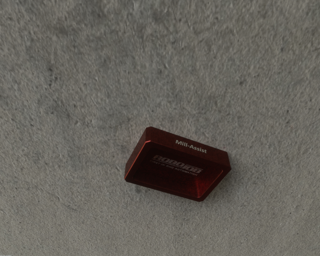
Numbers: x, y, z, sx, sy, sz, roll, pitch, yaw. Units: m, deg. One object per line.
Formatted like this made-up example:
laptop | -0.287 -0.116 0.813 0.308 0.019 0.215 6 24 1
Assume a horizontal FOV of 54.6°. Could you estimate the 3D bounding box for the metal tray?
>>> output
metal tray | 0.024 0.056 0.451 0.131 0.030 0.089 19 128 -16
